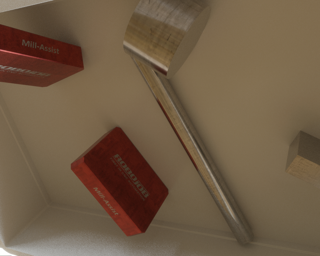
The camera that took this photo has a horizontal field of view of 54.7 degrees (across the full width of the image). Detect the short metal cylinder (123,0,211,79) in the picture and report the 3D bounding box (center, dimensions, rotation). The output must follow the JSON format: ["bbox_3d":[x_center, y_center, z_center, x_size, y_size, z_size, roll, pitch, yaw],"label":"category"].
[{"bbox_3d":[0.008,-0.096,0.309,0.050,0.080,0.079,33,129,6],"label":"short metal cylinder"}]

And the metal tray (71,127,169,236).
[{"bbox_3d":[-0.051,0.074,0.437,0.030,0.090,0.130,-29,103,37],"label":"metal tray"}]

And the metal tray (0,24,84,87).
[{"bbox_3d":[-0.172,-0.083,0.379,0.090,0.131,0.030,-15,81,34],"label":"metal tray"}]

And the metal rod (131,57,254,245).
[{"bbox_3d":[0.048,0.032,0.401,0.025,0.025,0.299,-20,108,35],"label":"metal rod"}]

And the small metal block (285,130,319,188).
[{"bbox_3d":[0.165,0.035,0.327,0.050,0.050,0.025,27,128,11],"label":"small metal block"}]
